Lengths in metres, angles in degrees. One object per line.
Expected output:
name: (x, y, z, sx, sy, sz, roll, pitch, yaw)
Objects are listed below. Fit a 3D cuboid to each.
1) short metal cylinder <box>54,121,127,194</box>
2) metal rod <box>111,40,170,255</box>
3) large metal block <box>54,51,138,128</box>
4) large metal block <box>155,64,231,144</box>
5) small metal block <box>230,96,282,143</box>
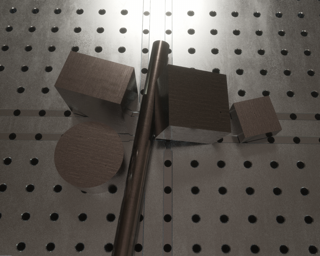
short metal cylinder: (-0.083, 0.038, 0.384, 0.081, 0.050, 0.080, 0, 70, 0)
metal rod: (-0.021, 0.017, 0.405, 0.025, 0.025, 0.299, 9, 70, 3)
large metal block: (-0.076, -0.047, 0.399, 0.080, 0.080, 0.050, 16, 71, 5)
large metal block: (0.040, -0.028, 0.397, 0.081, 0.050, 0.080, 7, 69, -18)
small metal block: (0.128, -0.012, 0.418, 0.050, 0.025, 0.050, -12, 71, -5)
